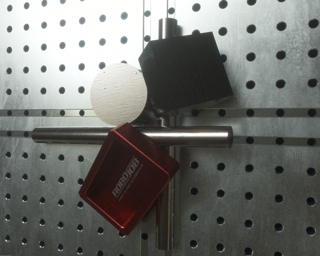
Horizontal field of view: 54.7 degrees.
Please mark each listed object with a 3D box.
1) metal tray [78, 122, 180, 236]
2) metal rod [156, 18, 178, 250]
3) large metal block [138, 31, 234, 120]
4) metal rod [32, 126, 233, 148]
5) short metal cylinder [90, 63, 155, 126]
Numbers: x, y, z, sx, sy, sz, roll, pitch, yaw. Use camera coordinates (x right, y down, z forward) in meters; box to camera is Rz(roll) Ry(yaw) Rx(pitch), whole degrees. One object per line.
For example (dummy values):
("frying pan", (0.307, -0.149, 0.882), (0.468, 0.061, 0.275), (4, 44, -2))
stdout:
("metal tray", (-0.044, 0.068, 0.398), (0.090, 0.030, 0.129), (38, 123, 10))
("metal rod", (0.009, 0.008, 0.409), (0.025, 0.025, 0.298), (1, 91, 20))
("large metal block", (0.029, -0.061, 0.368), (0.081, 0.050, 0.080), (-15, 84, -21))
("metal rod", (-0.055, 0.011, 0.414), (0.300, 0.025, 0.025), (0, 90, 27))
("short metal cylinder", (-0.045, -0.043, 0.415), (0.080, 0.050, 0.079), (0, 90, 20))
